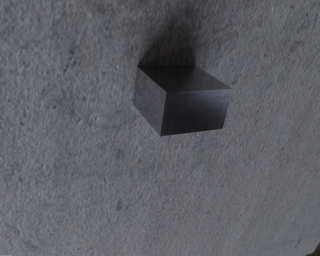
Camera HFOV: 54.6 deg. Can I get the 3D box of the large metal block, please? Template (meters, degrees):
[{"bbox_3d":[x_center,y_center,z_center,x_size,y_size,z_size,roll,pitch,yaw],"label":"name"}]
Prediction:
[{"bbox_3d":[0.023,-0.036,0.361,0.081,0.080,0.050,-6,121,-25],"label":"large metal block"}]
